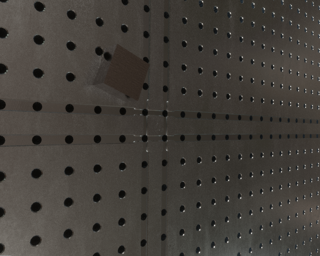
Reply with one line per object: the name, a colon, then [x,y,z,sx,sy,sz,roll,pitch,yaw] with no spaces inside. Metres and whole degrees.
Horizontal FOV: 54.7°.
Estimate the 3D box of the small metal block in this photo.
small metal block: [-0.046,-0.064,0.372,0.050,0.025,0.050,26,74,-37]
